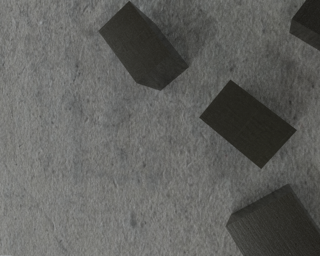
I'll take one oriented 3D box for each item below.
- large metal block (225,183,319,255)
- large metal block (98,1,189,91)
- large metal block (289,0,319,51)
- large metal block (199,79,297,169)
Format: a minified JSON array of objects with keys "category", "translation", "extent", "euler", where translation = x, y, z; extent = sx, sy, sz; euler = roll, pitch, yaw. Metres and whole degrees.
[{"category":"large metal block","translation":[0.133,0.121,0.349],"extent":[0.080,0.050,0.080],"euler":[-35,79,16]},{"category":"large metal block","translation":[-0.017,-0.097,0.385],"extent":[0.050,0.080,0.080],"euler":[-39,78,16]},{"category":"large metal block","translation":[0.198,-0.121,0.326],"extent":[0.080,0.050,0.080],"euler":[39,102,15]},{"category":"large metal block","translation":[0.099,-0.005,0.345],"extent":[0.080,0.080,0.050],"euler":[41,103,15]}]
